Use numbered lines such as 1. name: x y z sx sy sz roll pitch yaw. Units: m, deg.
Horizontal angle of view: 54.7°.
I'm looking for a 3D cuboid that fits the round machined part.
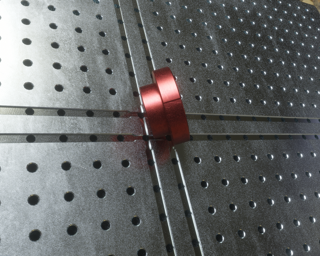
1. round machined part: 0.003 -0.024 0.391 0.042 0.098 0.098 -16 67 -1
